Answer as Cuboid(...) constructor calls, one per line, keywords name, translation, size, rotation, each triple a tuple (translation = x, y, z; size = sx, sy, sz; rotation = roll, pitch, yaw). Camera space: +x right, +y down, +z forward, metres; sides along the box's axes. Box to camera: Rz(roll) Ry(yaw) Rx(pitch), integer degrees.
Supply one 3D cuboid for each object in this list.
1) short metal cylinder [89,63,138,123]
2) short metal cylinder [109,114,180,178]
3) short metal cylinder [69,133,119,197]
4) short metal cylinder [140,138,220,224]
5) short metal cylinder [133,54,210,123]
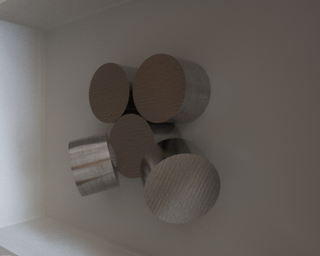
Cuboid(name="short metal cylinder", translation=(-0.053, -0.046, 0.428), size=(0.080, 0.050, 0.079), rotation=(0, 90, 39))
Cuboid(name="short metal cylinder", translation=(-0.020, 0.022, 0.401), size=(0.080, 0.050, 0.079), rotation=(0, 90, 39))
Cuboid(name="short metal cylinder", translation=(-0.091, 0.050, 0.434), size=(0.050, 0.080, 0.080), rotation=(-14, 78, -6))
Cuboid(name="short metal cylinder", translation=(0.020, 0.057, 0.343), size=(0.050, 0.081, 0.079), rotation=(-120, 44, -72))
Cuboid(name="short metal cylinder", translation=(0.013, -0.046, 0.376), size=(0.080, 0.050, 0.079), rotation=(0, 90, 39))
